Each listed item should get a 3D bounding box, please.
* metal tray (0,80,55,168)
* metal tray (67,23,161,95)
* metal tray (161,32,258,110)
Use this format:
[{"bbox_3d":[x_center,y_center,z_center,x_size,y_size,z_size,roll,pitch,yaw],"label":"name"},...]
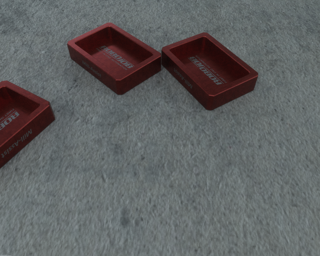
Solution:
[{"bbox_3d":[-0.214,0.001,0.396,0.090,0.030,0.130,25,54,19],"label":"metal tray"},{"bbox_3d":[-0.073,-0.115,0.495,0.091,0.030,0.130,-37,60,-27],"label":"metal tray"},{"bbox_3d":[0.073,-0.092,0.478,0.091,0.030,0.130,-25,55,-20],"label":"metal tray"}]
